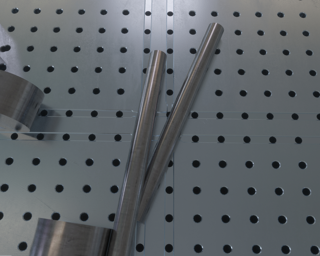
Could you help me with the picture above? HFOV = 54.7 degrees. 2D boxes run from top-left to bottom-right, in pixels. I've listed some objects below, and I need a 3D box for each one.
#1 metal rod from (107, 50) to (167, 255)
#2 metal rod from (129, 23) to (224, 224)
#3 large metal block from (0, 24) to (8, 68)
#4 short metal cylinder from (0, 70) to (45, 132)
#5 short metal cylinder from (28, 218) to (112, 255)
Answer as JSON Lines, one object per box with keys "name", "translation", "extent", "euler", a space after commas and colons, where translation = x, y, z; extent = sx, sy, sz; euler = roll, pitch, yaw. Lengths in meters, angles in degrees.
{"name": "metal rod", "translation": [-0.025, 0.027, 0.384], "extent": [0.025, 0.025, 0.299], "euler": [8, 64, 3]}
{"name": "metal rod", "translation": [0.027, -0.020, 0.419], "extent": [0.025, 0.025, 0.300], "euler": [21, 71, 7]}
{"name": "large metal block", "translation": [-0.275, -0.124, 0.442], "extent": [0.081, 0.050, 0.080], "euler": [-17, 71, -6]}
{"name": "short metal cylinder", "translation": [-0.196, -0.033, 0.393], "extent": [0.080, 0.080, 0.050], "euler": [14, 71, 5]}
{"name": "short metal cylinder", "translation": [-0.097, 0.129, 0.335], "extent": [0.080, 0.080, 0.050], "euler": [8, 71, 3]}
